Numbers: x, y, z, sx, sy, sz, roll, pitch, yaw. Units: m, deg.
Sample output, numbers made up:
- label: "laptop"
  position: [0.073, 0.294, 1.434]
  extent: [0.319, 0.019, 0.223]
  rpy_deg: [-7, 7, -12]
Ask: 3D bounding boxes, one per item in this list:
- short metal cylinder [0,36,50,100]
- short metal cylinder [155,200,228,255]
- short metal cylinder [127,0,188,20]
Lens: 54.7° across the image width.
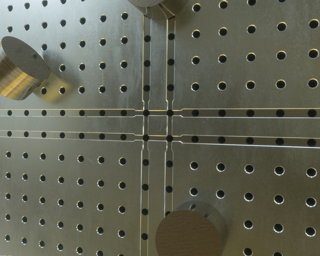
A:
- label: "short metal cylinder"
  position: [-0.214, -0.088, 0.459]
  extent: [0.050, 0.080, 0.080]
  rpy_deg: [-37, 79, 16]
- label: "short metal cylinder"
  position: [0.041, 0.136, 0.385]
  extent: [0.080, 0.050, 0.079]
  rpy_deg: [0, 90, 20]
- label: "short metal cylinder"
  position: [-0.005, -0.188, 0.401]
  extent: [0.080, 0.050, 0.079]
  rpy_deg: [0, 90, 20]
